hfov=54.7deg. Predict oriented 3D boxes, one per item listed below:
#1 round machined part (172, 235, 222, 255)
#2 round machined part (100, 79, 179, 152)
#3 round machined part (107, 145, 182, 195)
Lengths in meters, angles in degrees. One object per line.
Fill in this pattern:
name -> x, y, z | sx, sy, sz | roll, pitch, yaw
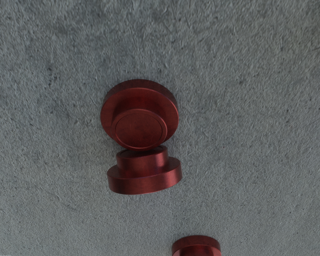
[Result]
round machined part -> 0.073, 0.258, 0.617 | 0.099, 0.042, 0.097 | 0, 130, 0
round machined part -> -0.025, -0.009, 0.388 | 0.099, 0.042, 0.097 | 0, 130, 0
round machined part -> -0.021, 0.050, 0.412 | 0.099, 0.098, 0.042 | -7, 99, 5
